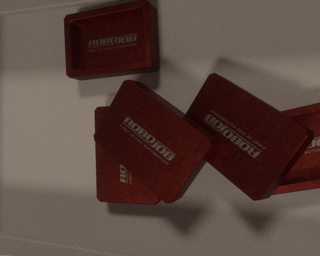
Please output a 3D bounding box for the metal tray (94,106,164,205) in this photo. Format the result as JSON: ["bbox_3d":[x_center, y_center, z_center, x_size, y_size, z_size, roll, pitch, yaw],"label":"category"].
[{"bbox_3d":[-0.041,0.034,0.421,0.090,0.030,0.129,-2,89,19],"label":"metal tray"}]

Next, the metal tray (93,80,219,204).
[{"bbox_3d":[-0.009,0.013,0.367,0.130,0.030,0.090,38,107,21],"label":"metal tray"}]

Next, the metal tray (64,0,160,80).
[{"bbox_3d":[-0.068,-0.119,0.430,0.130,0.030,0.089,-3,89,19],"label":"metal tray"}]

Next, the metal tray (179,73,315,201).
[{"bbox_3d":[0.089,0.007,0.351,0.130,0.030,0.090,41,108,33],"label":"metal tray"}]

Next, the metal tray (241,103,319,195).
[{"bbox_3d":[0.162,0.022,0.350,0.130,0.030,0.090,-14,86,19],"label":"metal tray"}]
